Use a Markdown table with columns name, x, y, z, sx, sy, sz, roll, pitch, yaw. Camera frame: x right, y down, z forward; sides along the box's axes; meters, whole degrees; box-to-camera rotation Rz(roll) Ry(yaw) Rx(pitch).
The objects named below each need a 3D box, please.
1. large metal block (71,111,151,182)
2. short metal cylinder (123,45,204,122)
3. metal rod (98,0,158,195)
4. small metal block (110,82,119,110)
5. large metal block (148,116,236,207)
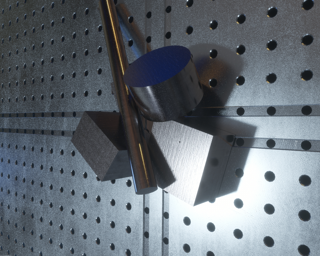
| name | x | y | z | sx | sy | sz | roll | pitch | yaw |
| --- | --- | --- | --- | --- | --- | --- | --- | --- | --- |
| large metal block | -0.058 | 0.022 | 0.419 | 0.080 | 0.081 | 0.050 | 45 | 117 | 30 |
| short metal cylinder | 0.005 | -0.052 | 0.359 | 0.080 | 0.080 | 0.050 | 11 | 141 | 39 |
| metal rod | -0.048 | -0.060 | 0.408 | 0.025 | 0.025 | 0.299 | -34 | 57 | 34 |
| small metal block | -0.039 | -0.052 | 0.440 | 0.050 | 0.025 | 0.050 | -30 | 72 | 35 |
| large metal block | 0.031 | 0.034 | 0.365 | 0.080 | 0.050 | 0.079 | 22 | 104 | 37 |
